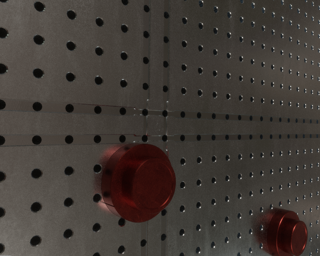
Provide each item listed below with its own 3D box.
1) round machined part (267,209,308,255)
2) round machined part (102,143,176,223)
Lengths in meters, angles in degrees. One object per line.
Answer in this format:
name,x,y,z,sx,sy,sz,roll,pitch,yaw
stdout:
round machined part,0.261,0.216,0.621,0.099,0.042,0.097,0,90,-40
round machined part,-0.019,0.068,0.384,0.099,0.042,0.097,0,90,-40
